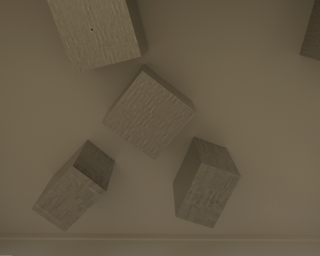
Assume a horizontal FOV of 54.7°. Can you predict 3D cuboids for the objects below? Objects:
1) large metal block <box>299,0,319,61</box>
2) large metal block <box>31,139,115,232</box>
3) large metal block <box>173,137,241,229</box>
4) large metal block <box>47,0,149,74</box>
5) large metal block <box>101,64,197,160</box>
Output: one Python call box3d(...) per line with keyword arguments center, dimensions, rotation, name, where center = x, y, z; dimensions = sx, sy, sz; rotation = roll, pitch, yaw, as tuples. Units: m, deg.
box3d(center=(0.207, -0.113, 0.343), dimensions=(0.050, 0.080, 0.079), rotation=(7, 110, -3), name="large metal block")
box3d(center=(-0.109, 0.073, 0.407), dimensions=(0.050, 0.080, 0.080), rotation=(42, 105, -14), name="large metal block")
box3d(center=(0.057, 0.069, 0.408), dimensions=(0.050, 0.080, 0.079), rotation=(19, 109, -7), name="large metal block")
box3d(center=(-0.066, -0.114, 0.350), dimensions=(0.080, 0.050, 0.080), rotation=(-12, 110, 12), name="large metal block")
box3d(center=(-0.013, -0.021, 0.390), dimensions=(0.080, 0.050, 0.080), rotation=(37, 106, -13), name="large metal block")
